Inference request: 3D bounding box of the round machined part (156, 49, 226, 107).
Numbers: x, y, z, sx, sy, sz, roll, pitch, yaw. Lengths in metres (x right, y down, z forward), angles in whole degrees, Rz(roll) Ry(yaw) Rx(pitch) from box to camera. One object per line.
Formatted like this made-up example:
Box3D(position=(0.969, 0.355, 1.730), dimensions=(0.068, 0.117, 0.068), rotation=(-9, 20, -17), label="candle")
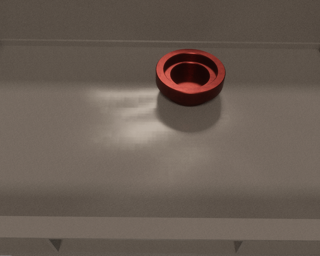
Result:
Box3D(position=(0.043, -0.070, 0.453), dimensions=(0.099, 0.042, 0.098), rotation=(0, 50, 0), label="round machined part")
